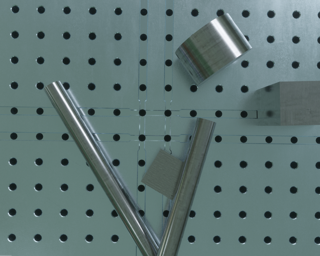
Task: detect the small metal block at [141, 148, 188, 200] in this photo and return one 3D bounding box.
[{"bbox_3d":[0.010,0.061,0.414,0.050,0.025,0.050,31,90,-1],"label":"small metal block"}]

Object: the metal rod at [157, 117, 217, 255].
[{"bbox_3d":[0.016,0.133,0.388,0.025,0.025,0.298,17,89,-1],"label":"metal rod"}]

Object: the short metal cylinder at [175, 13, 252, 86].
[{"bbox_3d":[0.066,-0.096,0.387,0.080,0.080,0.050,-34,90,0],"label":"short metal cylinder"}]

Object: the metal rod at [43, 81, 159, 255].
[{"bbox_3d":[-0.067,0.072,0.412,0.025,0.025,0.299,-31,90,0],"label":"metal rod"}]

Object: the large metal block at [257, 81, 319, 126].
[{"bbox_3d":[0.175,-0.029,0.388,0.081,0.080,0.050,-1,90,-1],"label":"large metal block"}]
